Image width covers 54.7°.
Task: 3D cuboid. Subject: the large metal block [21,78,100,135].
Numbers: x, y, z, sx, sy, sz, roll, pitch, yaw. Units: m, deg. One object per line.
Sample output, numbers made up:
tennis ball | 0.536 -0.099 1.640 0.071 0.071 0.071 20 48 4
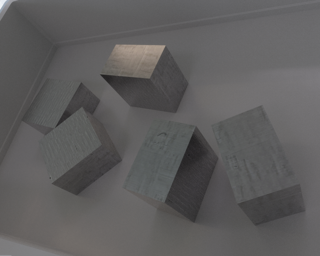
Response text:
large metal block | -0.155 -0.029 0.489 0.080 0.050 0.080 11 67 33

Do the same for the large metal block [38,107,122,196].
large metal block | -0.112 0.031 0.429 0.080 0.050 0.080 -38 51 3

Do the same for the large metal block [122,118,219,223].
large metal block | 0.016 0.047 0.334 0.050 0.080 0.080 12 68 33

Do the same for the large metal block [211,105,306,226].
large metal block | 0.095 0.039 0.297 0.050 0.080 0.080 -23 53 15

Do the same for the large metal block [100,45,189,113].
large metal block | -0.019 -0.067 0.421 0.080 0.080 0.050 11 67 32
